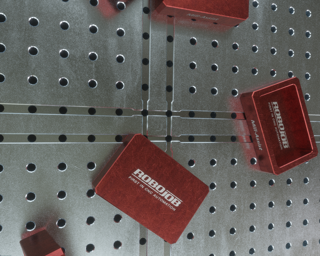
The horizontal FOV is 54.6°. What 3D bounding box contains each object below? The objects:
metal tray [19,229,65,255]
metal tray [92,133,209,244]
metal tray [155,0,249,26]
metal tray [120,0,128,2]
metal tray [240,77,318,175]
[{"bbox_3d":[-0.110,0.185,0.335,0.030,0.090,0.129,-20,97,-30],"label":"metal tray"},{"bbox_3d":[-0.010,0.078,0.406,0.130,0.030,0.090,39,78,-16],"label":"metal tray"},{"bbox_3d":[0.061,-0.199,0.432,0.131,0.030,0.090,2,90,-20],"label":"metal tray"},{"bbox_3d":[-0.029,-0.231,0.376,0.130,0.030,0.090,-43,93,-4],"label":"metal tray"},{"bbox_3d":[0.185,-0.004,0.477,0.091,0.030,0.129,-20,97,-19],"label":"metal tray"}]
